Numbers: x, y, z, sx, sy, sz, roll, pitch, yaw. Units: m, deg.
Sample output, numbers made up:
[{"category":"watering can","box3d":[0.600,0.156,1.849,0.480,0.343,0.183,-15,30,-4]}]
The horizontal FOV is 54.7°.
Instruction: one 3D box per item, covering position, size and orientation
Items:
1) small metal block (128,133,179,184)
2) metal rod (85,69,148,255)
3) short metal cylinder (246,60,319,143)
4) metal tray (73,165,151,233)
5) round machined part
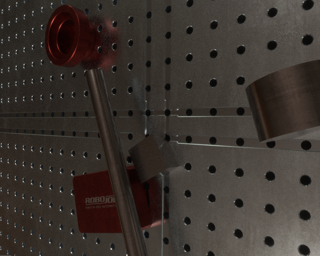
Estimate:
[{"category":"small metal block","box3d":[-0.009,0.041,0.415,0.050,0.025,0.050,-36,68,34]},{"category":"metal rod","box3d":[-0.055,0.061,0.413,0.025,0.025,0.299,-25,74,37]},{"category":"short metal cylinder","box3d":[0.122,-0.021,0.272,0.080,0.081,0.050,-20,78,38]},{"category":"metal tray","box3d":[-0.077,0.109,0.467,0.130,0.030,0.090,-15,80,38]},{"category":"round machined part","box3d":[-0.146,-0.150,0.516,0.098,0.042,0.097,0,90,39]}]
